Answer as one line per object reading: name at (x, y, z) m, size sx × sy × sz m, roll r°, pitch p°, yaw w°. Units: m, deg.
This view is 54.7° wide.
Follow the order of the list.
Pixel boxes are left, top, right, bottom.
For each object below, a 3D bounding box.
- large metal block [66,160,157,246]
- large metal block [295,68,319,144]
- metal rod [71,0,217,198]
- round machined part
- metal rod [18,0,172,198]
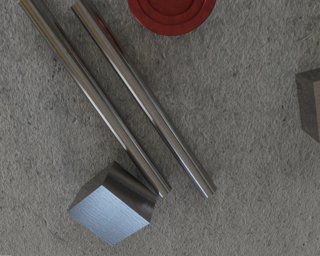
large metal block at (-0.064, 0.104, 0.424) m, size 0.080 × 0.050 × 0.080 m, roll 43°, pitch 120°, yaw -15°
large metal block at (0.224, -0.035, 0.387) m, size 0.080 × 0.050 × 0.080 m, roll -15°, pitch 110°, yaw 5°
metal rod at (-0.011, -0.026, 0.399) m, size 0.025 × 0.025 × 0.299 m, roll -31°, pitch 108°, yaw 10°
round machined part at (0.012, -0.154, 0.344) m, size 0.099 × 0.042 × 0.097 m, roll 0°, pitch 110°, yaw -1°
metal rod at (-0.072, -0.029, 0.398) m, size 0.025 × 0.025 × 0.299 m, roll -30°, pitch 108°, yaw 10°
